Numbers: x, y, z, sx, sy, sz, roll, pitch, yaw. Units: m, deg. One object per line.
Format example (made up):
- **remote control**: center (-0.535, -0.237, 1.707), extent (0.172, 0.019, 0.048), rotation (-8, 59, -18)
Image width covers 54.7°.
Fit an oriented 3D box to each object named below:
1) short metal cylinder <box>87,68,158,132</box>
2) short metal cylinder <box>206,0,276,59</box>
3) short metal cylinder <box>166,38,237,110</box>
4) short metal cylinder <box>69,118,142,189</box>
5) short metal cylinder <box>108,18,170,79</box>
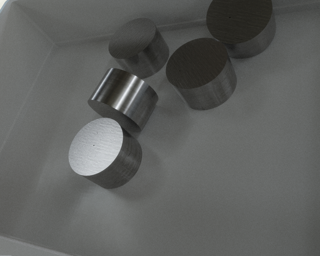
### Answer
- **short metal cylinder**: center (-0.049, -0.036, 0.419), extent (0.080, 0.080, 0.050), rotation (17, 71, 35)
- **short metal cylinder**: center (0.106, -0.137, 0.403), extent (0.080, 0.050, 0.080), rotation (-5, 79, 24)
- **short metal cylinder**: center (0.054, -0.070, 0.404), extent (0.080, 0.050, 0.080), rotation (-13, 56, 21)
- **short metal cylinder**: center (-0.071, 0.033, 0.406), extent (0.080, 0.050, 0.080), rotation (-13, 56, 21)
- **short metal cylinder**: center (-0.032, -0.123, 0.482), extent (0.080, 0.050, 0.080), rotation (-13, 56, 21)
